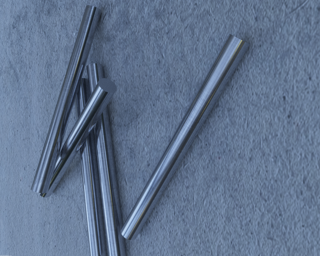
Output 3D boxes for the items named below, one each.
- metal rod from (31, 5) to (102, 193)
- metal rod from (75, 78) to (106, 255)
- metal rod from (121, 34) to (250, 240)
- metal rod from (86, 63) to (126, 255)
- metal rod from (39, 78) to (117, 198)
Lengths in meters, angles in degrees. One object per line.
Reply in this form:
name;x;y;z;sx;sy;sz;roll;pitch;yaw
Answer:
metal rod;-0.146;-0.046;0.487;0.025;0.025;0.299;14;87;39
metal rod;-0.113;0.068;0.498;0.025;0.025;0.298;-12;82;39
metal rod;0.021;0.027;0.387;0.025;0.025;0.298;42;115;32
metal rod;-0.083;0.049;0.473;0.025;0.025;0.298;-14;81;39
metal rod;-0.141;0.033;0.489;0.298;0.025;0.025;-49;61;40
